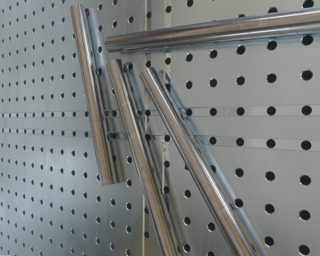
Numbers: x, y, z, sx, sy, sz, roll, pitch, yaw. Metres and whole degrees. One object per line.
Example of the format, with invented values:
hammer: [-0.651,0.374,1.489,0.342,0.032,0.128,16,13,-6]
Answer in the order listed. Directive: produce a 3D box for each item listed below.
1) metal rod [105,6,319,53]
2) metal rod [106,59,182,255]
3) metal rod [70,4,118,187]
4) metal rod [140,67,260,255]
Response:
metal rod: [0.042,-0.112,0.373,0.300,0.025,0.025,7,94,39]
metal rod: [-0.024,0.042,0.426,0.025,0.025,0.299,-28,73,36]
metal rod: [-0.108,-0.058,0.495,0.025,0.025,0.298,-20,78,38]
metal rod: [0.048,0.050,0.368,0.025,0.025,0.299,-41,66,32]
